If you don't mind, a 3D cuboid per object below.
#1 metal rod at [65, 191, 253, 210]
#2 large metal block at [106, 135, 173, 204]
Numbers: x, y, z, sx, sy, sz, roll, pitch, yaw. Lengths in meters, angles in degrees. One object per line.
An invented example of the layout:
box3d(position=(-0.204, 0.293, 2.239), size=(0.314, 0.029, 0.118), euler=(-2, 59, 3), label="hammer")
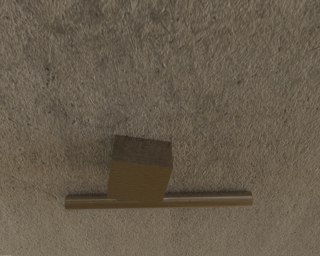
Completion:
box3d(position=(-0.002, 0.119, 0.508), size=(0.302, 0.025, 0.025), euler=(-1, 130, 0), label="metal rod")
box3d(position=(-0.030, 0.060, 0.442), size=(0.081, 0.050, 0.079), euler=(8, 130, -7), label="large metal block")
